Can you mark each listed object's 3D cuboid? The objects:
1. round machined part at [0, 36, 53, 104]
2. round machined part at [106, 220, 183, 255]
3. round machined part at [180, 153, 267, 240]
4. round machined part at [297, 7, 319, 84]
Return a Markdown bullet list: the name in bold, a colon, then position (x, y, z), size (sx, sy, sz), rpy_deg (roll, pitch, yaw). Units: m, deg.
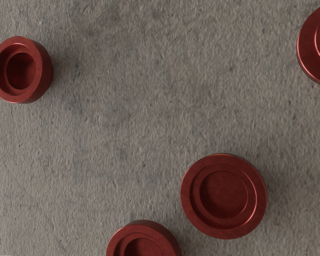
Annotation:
- **round machined part**: position (-0.204, -0.085, 0.470), size (0.098, 0.042, 0.097), rpy_deg (0, 90, 19)
- **round machined part**: position (-0.017, 0.168, 0.405), size (0.098, 0.042, 0.097), rpy_deg (0, 90, 19)
- **round machined part**: position (0.077, 0.078, 0.372), size (0.098, 0.042, 0.097), rpy_deg (0, 90, 19)
- **round machined part**: position (0.200, -0.092, 0.330), size (0.098, 0.042, 0.097), rpy_deg (0, 90, 19)
